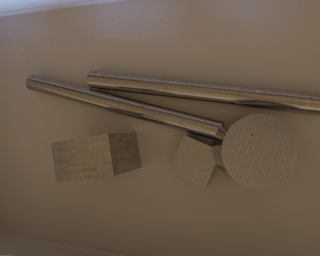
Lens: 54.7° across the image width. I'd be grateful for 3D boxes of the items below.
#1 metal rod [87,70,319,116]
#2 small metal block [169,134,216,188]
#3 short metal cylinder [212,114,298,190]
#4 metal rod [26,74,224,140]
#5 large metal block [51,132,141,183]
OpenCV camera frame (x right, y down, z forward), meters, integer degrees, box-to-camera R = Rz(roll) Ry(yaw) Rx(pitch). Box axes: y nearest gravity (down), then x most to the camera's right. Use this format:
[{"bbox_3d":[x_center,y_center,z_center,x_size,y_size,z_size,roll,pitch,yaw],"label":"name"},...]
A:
[{"bbox_3d":[0.043,-0.048,0.394,0.301,0.025,0.025,9,93,19],"label":"metal rod"},{"bbox_3d":[0.047,0.041,0.393,0.050,0.025,0.050,24,98,18],"label":"small metal block"},{"bbox_3d":[0.103,0.025,0.347,0.081,0.050,0.079,0,90,-2],"label":"short metal cylinder"},{"bbox_3d":[-0.060,-0.033,0.430,0.301,0.025,0.025,15,95,19],"label":"metal rod"},{"bbox_3d":[-0.081,0.037,0.408,0.080,0.080,0.050,-9,87,19],"label":"large metal block"}]
